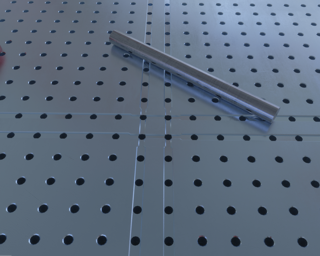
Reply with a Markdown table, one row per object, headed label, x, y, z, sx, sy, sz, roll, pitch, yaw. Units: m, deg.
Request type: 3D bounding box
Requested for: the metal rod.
| label | x | y | z | sx | sy | sz | roll | pitch | yaw |
| --- | --- | --- | --- | --- | --- | --- | --- | --- | --- |
| metal rod | 0.039 | -0.088 | 0.482 | 0.300 | 0.025 | 0.025 | 31 | 56 | 23 |
